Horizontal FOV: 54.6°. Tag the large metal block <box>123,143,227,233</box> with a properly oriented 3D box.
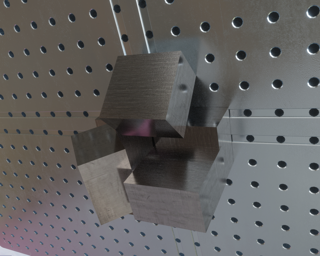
[{"bbox_3d":[0.020,0.059,0.337,0.080,0.080,0.050,2,119,27],"label":"large metal block"}]

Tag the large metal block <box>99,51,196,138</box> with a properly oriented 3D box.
[{"bbox_3d":[-0.012,-0.036,0.350,0.080,0.080,0.050,2,158,27],"label":"large metal block"}]

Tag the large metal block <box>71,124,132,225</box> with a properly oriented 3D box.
[{"bbox_3d":[-0.064,0.050,0.366,0.050,0.080,0.080,-20,117,-13],"label":"large metal block"}]

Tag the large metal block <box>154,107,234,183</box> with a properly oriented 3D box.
[{"bbox_3d":[0.043,0.020,0.385,0.080,0.050,0.080,3,120,27],"label":"large metal block"}]

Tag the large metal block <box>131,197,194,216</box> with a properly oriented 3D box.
[{"bbox_3d":[0.017,0.100,0.422,0.080,0.050,0.080,2,164,27],"label":"large metal block"}]

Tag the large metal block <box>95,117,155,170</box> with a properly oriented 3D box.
[{"bbox_3d":[-0.033,0.016,0.423,0.080,0.050,0.080,7,122,25],"label":"large metal block"}]
